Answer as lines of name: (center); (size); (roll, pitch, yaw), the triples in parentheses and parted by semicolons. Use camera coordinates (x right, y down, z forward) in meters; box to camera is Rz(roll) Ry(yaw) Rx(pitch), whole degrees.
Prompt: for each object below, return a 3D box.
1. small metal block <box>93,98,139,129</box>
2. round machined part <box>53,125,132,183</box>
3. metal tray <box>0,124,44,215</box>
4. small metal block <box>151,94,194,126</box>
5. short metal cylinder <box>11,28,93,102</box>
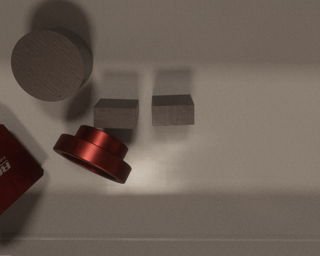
small metal block: (-0.054, -0.019, 0.390); (0.050, 0.050, 0.025); (2, 107, -1)
round machined part: (-0.080, 0.031, 0.393); (0.098, 0.098, 0.042); (29, 72, -11)
metal tray: (-0.224, 0.067, 0.381); (0.030, 0.131, 0.090); (-13, 118, 46)
small metal block: (0.015, -0.023, 0.390); (0.050, 0.050, 0.025); (-2, 110, 0)
short metal cylinder: (-0.125, -0.076, 0.368); (0.081, 0.050, 0.079); (0, 110, -1)
